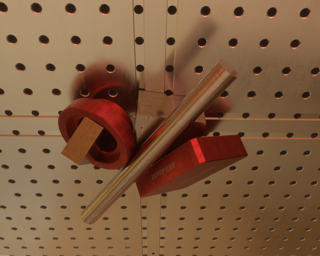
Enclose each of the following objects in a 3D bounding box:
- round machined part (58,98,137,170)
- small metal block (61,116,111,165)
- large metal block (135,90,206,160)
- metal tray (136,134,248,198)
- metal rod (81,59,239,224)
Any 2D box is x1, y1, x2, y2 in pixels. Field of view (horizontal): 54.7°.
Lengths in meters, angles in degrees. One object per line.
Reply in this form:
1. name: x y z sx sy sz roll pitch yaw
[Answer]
1. round machined part: -0.072 0.003 0.384 0.098 0.042 0.097 17 136 18
2. small metal block: -0.085 0.016 0.371 0.025 0.050 0.050 33 88 6
3. large metal block: 0.007 0.003 0.398 0.081 0.050 0.079 7 130 -6
4. metal tray: 0.038 0.052 0.409 0.091 0.030 0.129 -2 154 -41
5. metal rod: -0.019 0.036 0.376 0.025 0.025 0.298 28 125 -22
